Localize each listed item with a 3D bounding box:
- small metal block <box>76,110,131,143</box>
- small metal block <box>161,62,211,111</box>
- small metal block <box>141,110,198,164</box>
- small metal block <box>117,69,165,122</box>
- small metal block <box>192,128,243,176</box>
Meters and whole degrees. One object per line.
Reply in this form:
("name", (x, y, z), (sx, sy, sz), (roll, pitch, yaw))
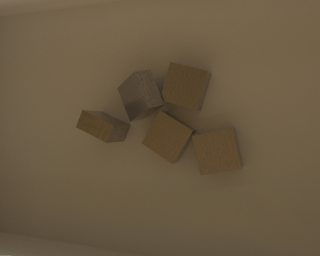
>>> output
("small metal block", (-0.076, -0.003, 0.423), (0.050, 0.050, 0.025), (25, 98, 18))
("small metal block", (0.033, -0.053, 0.398), (0.050, 0.025, 0.050), (18, 96, 18))
("small metal block", (0.012, 0.012, 0.405), (0.050, 0.025, 0.050), (33, 100, 16))
("small metal block", (-0.026, -0.042, 0.406), (0.050, 0.025, 0.050), (-31, 78, 52))
("small metal block", (0.072, 0.029, 0.385), (0.050, 0.025, 0.050), (-12, 86, 19))
